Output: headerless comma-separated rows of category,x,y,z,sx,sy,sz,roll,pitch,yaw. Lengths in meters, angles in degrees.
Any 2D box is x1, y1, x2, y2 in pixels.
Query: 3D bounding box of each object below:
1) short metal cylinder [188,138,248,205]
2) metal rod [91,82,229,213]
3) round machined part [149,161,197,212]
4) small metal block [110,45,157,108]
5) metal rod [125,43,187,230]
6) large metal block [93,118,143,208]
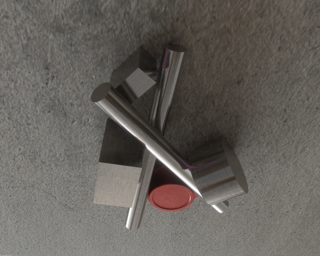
short metal cylinder,0.080,0.059,0.425,0.050,0.080,0.080,-26,126,20
metal rod,0.021,0.045,0.402,0.025,0.025,0.300,-26,135,20
round machined part,0.017,0.092,0.477,0.099,0.042,0.097,-1,130,0
small metal block,-0.030,-0.056,0.344,0.050,0.050,0.025,-37,121,27
metal rod,-0.014,0.034,0.417,0.025,0.025,0.298,9,124,-8
large metal block,-0.054,0.046,0.412,0.050,0.080,0.079,9,130,-8
